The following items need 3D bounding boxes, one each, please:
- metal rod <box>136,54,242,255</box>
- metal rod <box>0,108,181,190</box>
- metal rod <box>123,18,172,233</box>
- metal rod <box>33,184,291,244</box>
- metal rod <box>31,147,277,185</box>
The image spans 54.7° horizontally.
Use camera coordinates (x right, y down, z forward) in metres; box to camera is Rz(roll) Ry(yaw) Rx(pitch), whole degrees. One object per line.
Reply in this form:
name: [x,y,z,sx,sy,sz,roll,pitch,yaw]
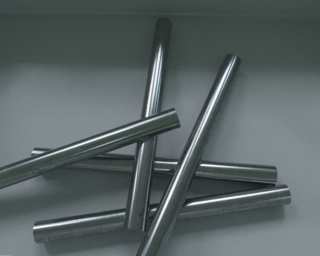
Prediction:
metal rod: [0.044,0.023,0.379,0.025,0.025,0.300,23,64,8]
metal rod: [-0.122,0.036,0.367,0.302,0.025,0.025,-19,71,-2]
metal rod: [-0.011,-0.023,0.398,0.025,0.025,0.299,6,64,2]
metal rod: [0.006,0.102,0.371,0.302,0.025,0.025,-8,70,-4]
metal rod: [-0.008,0.048,0.390,0.302,0.025,0.025,4,70,1]
